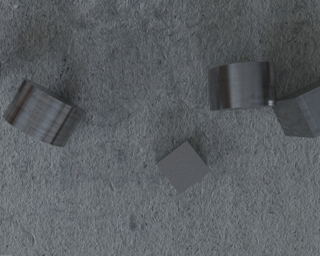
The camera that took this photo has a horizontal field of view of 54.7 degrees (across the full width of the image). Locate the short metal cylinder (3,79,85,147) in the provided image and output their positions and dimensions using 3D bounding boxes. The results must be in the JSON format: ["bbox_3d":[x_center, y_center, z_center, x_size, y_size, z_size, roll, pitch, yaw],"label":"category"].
[{"bbox_3d":[-0.141,-0.018,0.381,0.080,0.080,0.050,30,90,0],"label":"short metal cylinder"}]

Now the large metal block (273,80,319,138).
[{"bbox_3d":[0.198,-0.028,0.384,0.080,0.080,0.050,-25,90,0],"label":"large metal block"}]

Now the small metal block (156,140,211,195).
[{"bbox_3d":[0.030,0.051,0.410,0.050,0.025,0.050,-38,90,0],"label":"small metal block"}]

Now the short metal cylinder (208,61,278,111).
[{"bbox_3d":[0.101,-0.049,0.383,0.080,0.080,0.050,-4,90,0],"label":"short metal cylinder"}]
